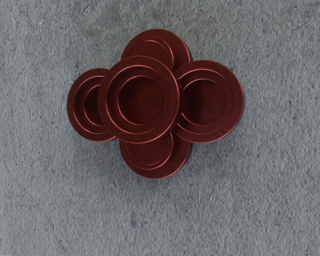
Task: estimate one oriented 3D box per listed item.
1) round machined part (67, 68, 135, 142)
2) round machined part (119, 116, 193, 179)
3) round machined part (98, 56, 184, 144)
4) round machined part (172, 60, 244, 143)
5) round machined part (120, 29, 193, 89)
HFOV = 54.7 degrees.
[{"bbox_3d":[-0.074,-0.030,0.426,0.098,0.042,0.097,0,90,19],"label":"round machined part"},{"bbox_3d":[-0.010,0.018,0.403,0.098,0.042,0.097,0,90,19],"label":"round machined part"},{"bbox_3d":[-0.019,-0.031,0.362,0.098,0.042,0.097,0,90,19],"label":"round machined part"},{"bbox_3d":[0.054,-0.031,0.381,0.098,0.042,0.097,0,90,19],"label":"round machined part"},{"bbox_3d":[-0.009,-0.081,0.403,0.098,0.042,0.097,0,90,19],"label":"round machined part"}]
